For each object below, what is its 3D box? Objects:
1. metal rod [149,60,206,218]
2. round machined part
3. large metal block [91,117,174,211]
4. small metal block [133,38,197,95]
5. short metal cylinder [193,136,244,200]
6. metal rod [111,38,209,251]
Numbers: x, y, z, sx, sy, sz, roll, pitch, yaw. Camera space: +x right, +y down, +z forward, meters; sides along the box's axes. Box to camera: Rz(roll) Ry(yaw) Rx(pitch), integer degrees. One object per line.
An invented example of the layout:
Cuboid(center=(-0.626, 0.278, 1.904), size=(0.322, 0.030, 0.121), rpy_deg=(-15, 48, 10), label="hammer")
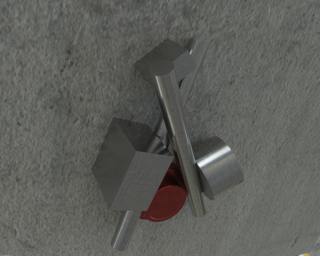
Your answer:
Cuboid(center=(0.033, 0.040, 0.408), size=(0.025, 0.025, 0.299), rpy_deg=(-29, 137, -10), label="metal rod")
Cuboid(center=(0.000, 0.101, 0.462), size=(0.099, 0.042, 0.097), rpy_deg=(-14, 125, -21), label="round machined part")
Cuboid(center=(-0.037, 0.044, 0.381), size=(0.050, 0.080, 0.079), rpy_deg=(12, 112, -34), label="large metal block")
Cuboid(center=(0.005, -0.071, 0.352), size=(0.050, 0.050, 0.025), rpy_deg=(-38, 130, -3), label="small metal block")
Cuboid(center=(0.077, 0.058, 0.453), size=(0.050, 0.080, 0.080), rpy_deg=(-29, 129, -11), label="short metal cylinder")
Cuboid(center=(-0.005, 0.032, 0.407), size=(0.025, 0.025, 0.298), rpy_deg=(12, 106, -34), label="metal rod")
